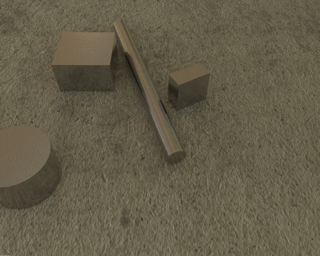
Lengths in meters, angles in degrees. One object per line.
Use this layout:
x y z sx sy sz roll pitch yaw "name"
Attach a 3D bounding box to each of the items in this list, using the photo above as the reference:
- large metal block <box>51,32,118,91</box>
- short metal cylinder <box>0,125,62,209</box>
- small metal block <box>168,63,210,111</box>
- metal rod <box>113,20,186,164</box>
-0.109 -0.101 0.471 0.081 0.050 0.080 0 50 -1 "large metal block"
-0.158 0.044 0.348 0.081 0.050 0.080 0 50 0 "short metal cylinder"
0.040 -0.058 0.436 0.050 0.050 0.025 -24 54 -19 "small metal block"
-0.026 -0.074 0.464 0.025 0.025 0.299 -14 52 -12 "metal rod"
